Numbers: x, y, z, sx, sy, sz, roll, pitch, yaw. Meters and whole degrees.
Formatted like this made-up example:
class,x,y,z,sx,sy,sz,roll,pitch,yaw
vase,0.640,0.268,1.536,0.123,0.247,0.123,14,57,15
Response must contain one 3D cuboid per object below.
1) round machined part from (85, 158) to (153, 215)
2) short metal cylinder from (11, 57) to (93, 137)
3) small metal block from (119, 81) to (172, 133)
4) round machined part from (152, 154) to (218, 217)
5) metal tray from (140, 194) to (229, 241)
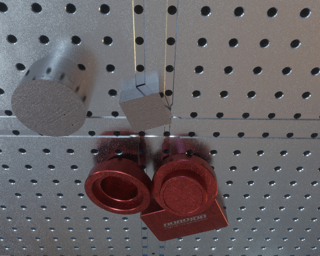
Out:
class,x,y,z,sx,sy,sz,roll,pitch,yaw
round machined part,-0.058,0.083,0.464,0.099,0.042,0.097,5,129,7
short metal cylinder,-0.123,-0.036,0.363,0.081,0.050,0.079,-1,130,0
small metal block,-0.017,-0.026,0.390,0.050,0.025,0.050,-15,129,11
round machined part,0.035,0.091,0.459,0.099,0.042,0.097,3,112,7
metal tray,0.043,0.149,0.536,0.130,0.030,0.090,-18,128,14
